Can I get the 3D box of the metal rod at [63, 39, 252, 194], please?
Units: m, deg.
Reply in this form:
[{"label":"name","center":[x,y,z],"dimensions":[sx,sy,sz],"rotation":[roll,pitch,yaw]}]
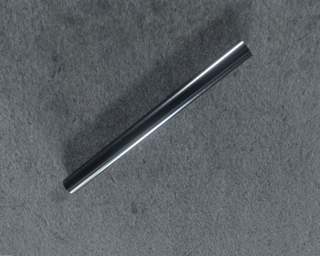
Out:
[{"label":"metal rod","center":[-0.012,-0.007,0.406],"dimensions":[0.300,0.025,0.025],"rotation":[-38,106,12]}]
